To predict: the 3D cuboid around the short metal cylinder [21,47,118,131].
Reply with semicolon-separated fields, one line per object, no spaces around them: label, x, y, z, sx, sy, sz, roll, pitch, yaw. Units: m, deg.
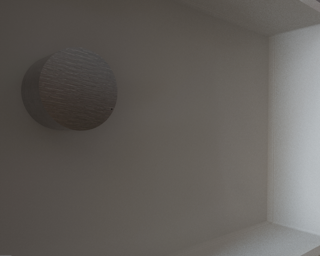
short metal cylinder;-0.091;-0.037;0.315;0.081;0.050;0.079;0;90;-40
